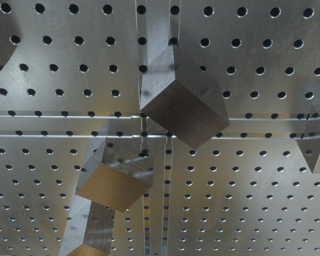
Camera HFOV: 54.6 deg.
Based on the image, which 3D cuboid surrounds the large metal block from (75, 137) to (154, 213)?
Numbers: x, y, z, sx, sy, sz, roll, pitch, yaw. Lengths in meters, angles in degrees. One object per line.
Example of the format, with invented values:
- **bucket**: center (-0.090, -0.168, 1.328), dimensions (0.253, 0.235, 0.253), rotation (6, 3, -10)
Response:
- **large metal block**: center (-0.066, 0.071, 0.455), dimensions (0.080, 0.050, 0.080), rotation (28, 125, -22)

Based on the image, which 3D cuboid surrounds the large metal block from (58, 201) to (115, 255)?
- **large metal block**: center (-0.125, 0.185, 0.532), dimensions (0.050, 0.080, 0.080), rotation (34, 122, -25)

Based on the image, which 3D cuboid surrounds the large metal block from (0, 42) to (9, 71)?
- **large metal block**: center (-0.219, -0.090, 0.317), dimensions (0.080, 0.050, 0.080), rotation (-3, 130, 2)

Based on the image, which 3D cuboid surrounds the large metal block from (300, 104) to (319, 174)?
- **large metal block**: center (0.242, 0.013, 0.408), dimensions (0.080, 0.050, 0.080), rotation (-3, 130, 3)

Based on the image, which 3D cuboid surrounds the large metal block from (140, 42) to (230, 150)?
- **large metal block**: center (0.026, -0.036, 0.345), dimensions (0.080, 0.080, 0.050), rotation (35, 122, -26)
